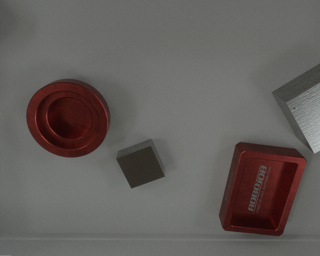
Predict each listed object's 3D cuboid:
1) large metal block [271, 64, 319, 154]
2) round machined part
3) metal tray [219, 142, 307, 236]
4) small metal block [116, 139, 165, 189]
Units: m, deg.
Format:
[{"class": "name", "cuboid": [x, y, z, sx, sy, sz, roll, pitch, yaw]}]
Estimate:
[{"class": "large metal block", "cuboid": [0.203, -0.028, 0.390, 0.080, 0.050, 0.080, -32, 107, 11]}, {"class": "round machined part", "cuboid": [-0.113, -0.015, 0.395, 0.099, 0.042, 0.097, 0, 110, -1]}, {"class": "metal tray", "cuboid": [0.143, 0.089, 0.443, 0.091, 0.030, 0.129, 7, 110, -3]}, {"class": "small metal block", "cuboid": [-0.026, 0.049, 0.429, 0.050, 0.025, 0.050, -21, 109, 7]}]
